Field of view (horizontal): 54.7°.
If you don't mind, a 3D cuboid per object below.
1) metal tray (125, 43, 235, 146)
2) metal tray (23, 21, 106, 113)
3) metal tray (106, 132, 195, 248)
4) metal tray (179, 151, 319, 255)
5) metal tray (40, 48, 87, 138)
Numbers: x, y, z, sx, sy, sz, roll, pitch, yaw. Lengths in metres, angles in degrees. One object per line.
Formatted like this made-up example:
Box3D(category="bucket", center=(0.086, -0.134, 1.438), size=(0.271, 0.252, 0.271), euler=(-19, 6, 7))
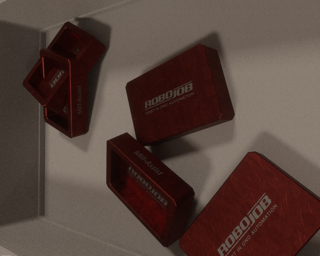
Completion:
Box3D(category="metal tray", center=(0.019, -0.035, 0.386), size=(0.130, 0.030, 0.090), euler=(-21, 77, 37))
Box3D(category="metal tray", center=(-0.156, -0.099, 0.497), size=(0.090, 0.030, 0.130), euler=(37, 91, 36))
Box3D(category="metal tray", center=(-0.019, 0.076, 0.395), size=(0.130, 0.030, 0.089), euler=(37, 136, 33))
Box3D(category="metal tray", center=(0.091, 0.100, 0.310), size=(0.090, 0.030, 0.129), euler=(42, 102, 32))
Box3D(category="metal tray", center=(-0.159, -0.059, 0.510), size=(0.090, 0.030, 0.129), euler=(25, 120, 37))
